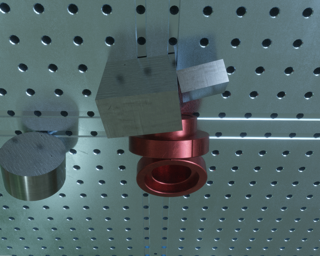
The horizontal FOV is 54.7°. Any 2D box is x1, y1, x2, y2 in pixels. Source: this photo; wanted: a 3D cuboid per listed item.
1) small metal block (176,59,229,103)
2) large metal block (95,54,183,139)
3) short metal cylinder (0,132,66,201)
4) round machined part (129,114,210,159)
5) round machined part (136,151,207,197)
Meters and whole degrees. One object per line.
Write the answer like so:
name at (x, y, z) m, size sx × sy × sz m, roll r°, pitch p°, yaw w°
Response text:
small metal block at (0.047, -0.051, 0.348) m, size 0.050 × 0.025 × 0.050 m, roll -14°, pitch 172°, yaw 4°
large metal block at (-0.019, -0.037, 0.343) m, size 0.080 × 0.080 × 0.050 m, roll -6°, pitch 128°, yaw 5°
short metal cylinder at (-0.169, 0.050, 0.417) m, size 0.081 × 0.080 × 0.050 m, roll 8°, pitch 130°, yaw -7°
round machined part at (0.011, 0.006, 0.379) m, size 0.099 × 0.098 × 0.042 m, roll 1°, pitch 98°, yaw -1°
round machined part at (0.016, 0.056, 0.442) m, size 0.099 × 0.042 × 0.097 m, roll -1°, pitch 139°, yaw -1°
